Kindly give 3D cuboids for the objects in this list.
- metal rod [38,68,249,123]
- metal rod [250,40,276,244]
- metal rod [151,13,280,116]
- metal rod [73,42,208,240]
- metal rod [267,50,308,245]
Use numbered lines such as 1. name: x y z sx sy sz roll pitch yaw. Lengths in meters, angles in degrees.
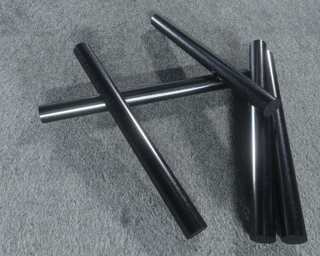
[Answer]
1. metal rod: -0.014 -0.048 0.443 0.302 0.025 0.025 -12 51 -10
2. metal rod: 0.128 -0.008 0.397 0.025 0.025 0.300 8 55 6
3. metal rod: 0.065 -0.112 0.471 0.025 0.025 0.300 -22 46 -18
4. metal rod: -0.038 -0.004 0.382 0.025 0.025 0.299 -24 62 -19
5. metal rod: 0.152 -0.002 0.406 0.025 0.025 0.300 6 50 4
